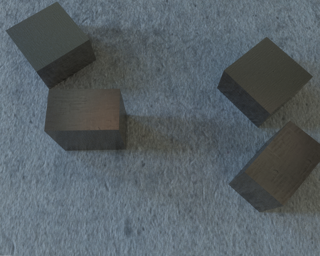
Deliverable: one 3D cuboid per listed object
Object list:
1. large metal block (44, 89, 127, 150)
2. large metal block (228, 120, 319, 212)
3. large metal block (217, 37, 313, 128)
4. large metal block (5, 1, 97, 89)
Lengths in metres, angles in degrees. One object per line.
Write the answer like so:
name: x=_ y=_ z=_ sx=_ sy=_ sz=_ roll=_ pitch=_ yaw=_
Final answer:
large metal block: x=-0.085 y=-0.008 z=0.381 sx=0.081 sy=0.080 sz=0.050 roll=-1 pitch=70 yaw=-1
large metal block: x=0.134 y=0.048 z=0.363 sx=0.050 sy=0.080 sz=0.080 roll=42 pitch=75 yaw=13
large metal block: x=0.139 y=-0.061 z=0.419 sx=0.080 sy=0.050 sz=0.080 roll=-39 pitch=75 yaw=-13
large metal block: x=-0.150 y=-0.115 z=0.435 sx=0.080 sy=0.050 sz=0.080 roll=-36 pitch=74 yaw=-13
